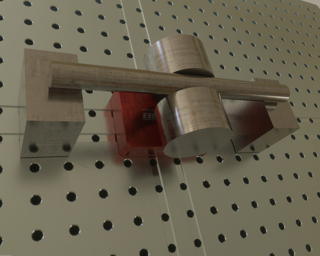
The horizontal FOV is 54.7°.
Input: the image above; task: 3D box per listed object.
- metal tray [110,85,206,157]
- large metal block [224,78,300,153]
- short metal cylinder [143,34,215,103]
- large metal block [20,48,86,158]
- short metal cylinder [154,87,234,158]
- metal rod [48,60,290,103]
[{"bbox_3d":[0.006,-0.010,0.414,0.131,0.030,0.090,1,61,-28],"label":"metal tray"},{"bbox_3d":[0.144,-0.017,0.459,0.050,0.080,0.080,1,62,-28],"label":"large metal block"},{"bbox_3d":[0.023,-0.071,0.390,0.081,0.080,0.050,1,62,-28],"label":"short metal cylinder"},{"bbox_3d":[-0.116,-0.023,0.322,0.050,0.080,0.080,1,62,-28],"label":"large metal block"},{"bbox_3d":[0.038,-0.004,0.357,0.081,0.080,0.050,1,62,-28],"label":"short metal cylinder"},{"bbox_3d":[0.034,-0.048,0.352,0.303,0.025,0.025,0,62,-28],"label":"metal rod"}]
